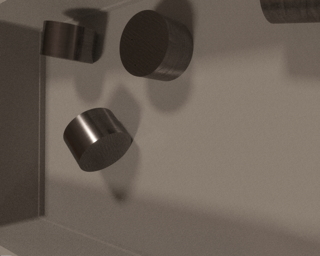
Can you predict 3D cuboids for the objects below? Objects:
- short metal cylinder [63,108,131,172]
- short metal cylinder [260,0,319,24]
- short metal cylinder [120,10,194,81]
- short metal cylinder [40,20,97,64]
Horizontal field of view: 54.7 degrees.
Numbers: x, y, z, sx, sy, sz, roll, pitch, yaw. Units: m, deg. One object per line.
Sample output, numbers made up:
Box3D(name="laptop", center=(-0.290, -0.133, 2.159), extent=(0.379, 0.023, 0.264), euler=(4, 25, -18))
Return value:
Box3D(name="short metal cylinder", center=(-0.089, 0.017, 0.442), extent=(0.050, 0.081, 0.080), euler=(51, 120, 27))
Box3D(name="short metal cylinder", center=(0.126, -0.132, 0.266), extent=(0.050, 0.081, 0.079), euler=(14, 99, 39))
Box3D(name="short metal cylinder", center=(-0.005, -0.102, 0.393), extent=(0.080, 0.050, 0.079), euler=(0, 90, 39))
Box3D(name="short metal cylinder", center=(-0.143, -0.133, 0.486), extent=(0.080, 0.081, 0.050), euler=(16, 101, 38))
